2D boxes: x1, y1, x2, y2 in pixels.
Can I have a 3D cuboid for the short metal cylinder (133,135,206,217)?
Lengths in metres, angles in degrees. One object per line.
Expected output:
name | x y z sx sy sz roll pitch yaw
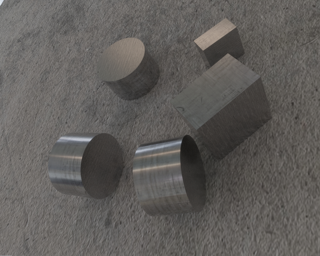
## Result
short metal cylinder | 0.013 0.051 0.331 0.050 0.080 0.080 -12 57 21

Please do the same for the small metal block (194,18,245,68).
small metal block | 0.080 -0.107 0.412 0.050 0.050 0.025 -35 51 5

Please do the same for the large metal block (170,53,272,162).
large metal block | 0.070 -0.020 0.344 0.080 0.080 0.050 -40 51 1

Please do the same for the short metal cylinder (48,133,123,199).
short metal cylinder | -0.090 0.046 0.388 0.050 0.080 0.080 0 62 28

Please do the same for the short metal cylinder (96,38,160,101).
short metal cylinder | -0.047 -0.088 0.467 0.080 0.050 0.080 -13 56 21
